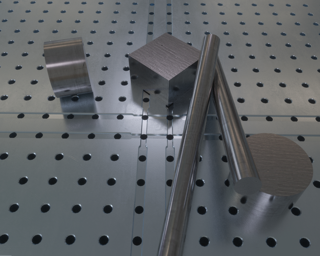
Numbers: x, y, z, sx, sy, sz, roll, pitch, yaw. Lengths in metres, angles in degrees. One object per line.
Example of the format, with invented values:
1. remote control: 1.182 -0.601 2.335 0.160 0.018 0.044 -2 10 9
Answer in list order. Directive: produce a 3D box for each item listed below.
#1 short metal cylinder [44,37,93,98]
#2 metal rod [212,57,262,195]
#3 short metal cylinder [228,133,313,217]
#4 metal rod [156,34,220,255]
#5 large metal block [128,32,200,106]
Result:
1. short metal cylinder: -0.129 -0.086 0.444 0.050 0.080 0.080 -11 51 -9
2. metal rod: 0.081 -0.039 0.400 0.025 0.025 0.300 0 38 0
3. short metal cylinder: 0.121 0.052 0.348 0.081 0.050 0.080 0 50 0
4. metal rod: 0.041 0.001 0.373 0.025 0.025 0.300 10 61 8
5. large metal block: 0.011 -0.091 0.468 0.080 0.050 0.080 36 59 26
